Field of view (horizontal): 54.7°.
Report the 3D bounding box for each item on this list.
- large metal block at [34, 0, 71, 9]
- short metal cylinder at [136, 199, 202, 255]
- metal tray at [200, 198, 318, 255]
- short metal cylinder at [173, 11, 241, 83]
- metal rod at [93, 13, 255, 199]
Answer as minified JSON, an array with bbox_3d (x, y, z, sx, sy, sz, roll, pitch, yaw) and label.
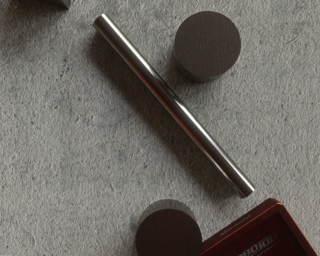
[{"bbox_3d":[-0.153,-0.210,0.396,0.080,0.050,0.080,15,90,0],"label":"large metal block"},{"bbox_3d":[0.011,0.137,0.398,0.081,0.050,0.080,0,90,0],"label":"short metal cylinder"},{"bbox_3d":[0.125,0.165,0.408,0.130,0.030,0.090,-34,90,0],"label":"metal tray"},{"bbox_3d":[0.058,-0.101,0.398,0.081,0.050,0.080,0,90,0],"label":"short metal cylinder"},{"bbox_3d":[0.019,-0.028,0.410,0.025,0.025,0.300,-41,90,0],"label":"metal rod"}]
